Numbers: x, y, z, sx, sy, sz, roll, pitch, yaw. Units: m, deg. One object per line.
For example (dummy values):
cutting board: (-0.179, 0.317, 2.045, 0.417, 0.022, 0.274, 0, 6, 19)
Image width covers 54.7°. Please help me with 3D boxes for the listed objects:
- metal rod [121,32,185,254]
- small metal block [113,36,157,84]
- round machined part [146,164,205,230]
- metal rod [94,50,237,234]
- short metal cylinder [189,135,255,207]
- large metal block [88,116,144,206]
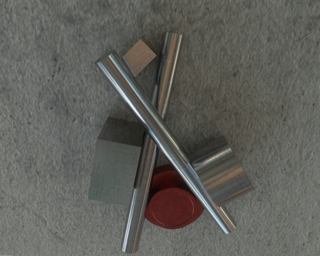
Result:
metal rod: (-0.013, 0.029, 0.405, 0.025, 0.025, 0.298, 11, 104, -5)
small metal block: (-0.030, -0.080, 0.367, 0.050, 0.050, 0.025, -43, 105, 14)
round machined part: (0.017, 0.104, 0.441, 0.099, 0.042, 0.097, 0, 110, -1)
metal rod: (0.021, 0.035, 0.388, 0.025, 0.025, 0.299, -31, 116, 10)
short metal cylinder: (0.081, 0.056, 0.404, 0.050, 0.080, 0.080, -30, 108, 10)
large metal block: (-0.054, 0.039, 0.396, 0.050, 0.080, 0.079, 11, 110, -5)
